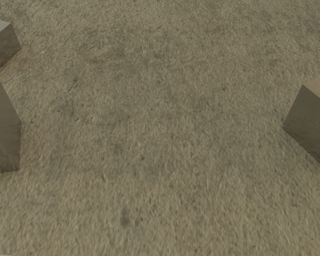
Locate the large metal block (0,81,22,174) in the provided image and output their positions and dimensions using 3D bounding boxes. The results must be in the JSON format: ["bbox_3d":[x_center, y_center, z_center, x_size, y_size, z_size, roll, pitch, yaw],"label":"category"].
[{"bbox_3d":[-0.204,0.000,0.364,0.050,0.080,0.080,-11,51,-9],"label":"large metal block"}]

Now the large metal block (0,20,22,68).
[{"bbox_3d":[-0.288,-0.134,0.495,0.080,0.050,0.080,16,52,12],"label":"large metal block"}]

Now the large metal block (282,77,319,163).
[{"bbox_3d":[0.208,-0.008,0.377,0.050,0.080,0.080,-23,54,-19],"label":"large metal block"}]
